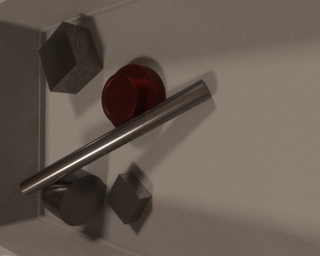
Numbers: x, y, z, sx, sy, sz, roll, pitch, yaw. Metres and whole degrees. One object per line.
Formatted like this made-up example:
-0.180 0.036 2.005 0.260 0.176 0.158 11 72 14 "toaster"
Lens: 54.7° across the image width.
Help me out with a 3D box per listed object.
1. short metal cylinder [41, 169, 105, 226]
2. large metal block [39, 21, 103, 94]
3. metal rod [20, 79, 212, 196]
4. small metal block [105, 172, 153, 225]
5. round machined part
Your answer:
-0.132 0.103 0.477 0.050 0.081 0.079 17 101 38 "short metal cylinder"
-0.148 -0.112 0.510 0.080 0.050 0.080 -33 70 35 "large metal block"
-0.071 0.021 0.410 0.300 0.025 0.025 -28 72 19 "metal rod"
-0.045 0.100 0.442 0.050 0.025 0.050 43 116 31 "small metal block"
-0.043 -0.040 0.429 0.098 0.042 0.097 0 90 39 "round machined part"
